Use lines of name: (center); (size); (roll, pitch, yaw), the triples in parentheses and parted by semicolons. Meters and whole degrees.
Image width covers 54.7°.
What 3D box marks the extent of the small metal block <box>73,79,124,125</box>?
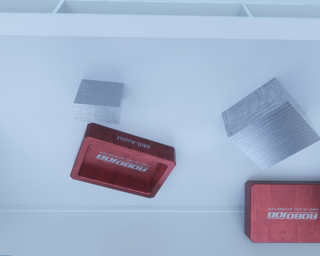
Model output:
small metal block: (-0.071, -0.032, 0.365); (0.050, 0.050, 0.025); (5, 130, -5)

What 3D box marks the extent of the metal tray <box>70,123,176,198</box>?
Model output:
metal tray: (-0.053, 0.051, 0.448); (0.131, 0.030, 0.089); (18, 128, -15)

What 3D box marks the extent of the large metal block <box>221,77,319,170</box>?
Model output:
large metal block: (0.139, -0.003, 0.392); (0.080, 0.050, 0.080); (-36, 122, 26)

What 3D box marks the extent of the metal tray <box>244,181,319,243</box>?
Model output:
metal tray: (0.202, 0.130, 0.486); (0.131, 0.030, 0.089); (1, 89, -1)
